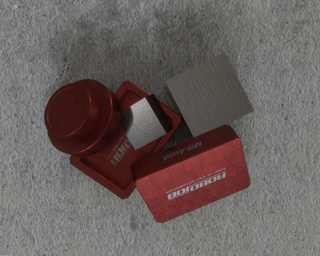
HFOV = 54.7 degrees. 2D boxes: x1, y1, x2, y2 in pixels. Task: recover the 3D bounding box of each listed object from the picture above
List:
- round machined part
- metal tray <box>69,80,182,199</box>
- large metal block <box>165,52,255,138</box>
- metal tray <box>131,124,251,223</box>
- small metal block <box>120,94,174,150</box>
[{"bbox_3d":[-0.101,-0.016,0.381,0.098,0.042,0.098,-8,70,22],"label":"round machined part"},{"bbox_3d":[-0.043,0.015,0.407,0.090,0.030,0.130,35,90,0],"label":"metal tray"},{"bbox_3d":[0.060,-0.039,0.399,0.080,0.050,0.080,-27,90,0],"label":"large metal block"},{"bbox_3d":[0.041,0.060,0.386,0.131,0.030,0.090,-23,126,0],"label":"metal tray"},{"bbox_3d":[-0.019,-0.007,0.388,0.050,0.025,0.050,-29,93,28],"label":"small metal block"}]
